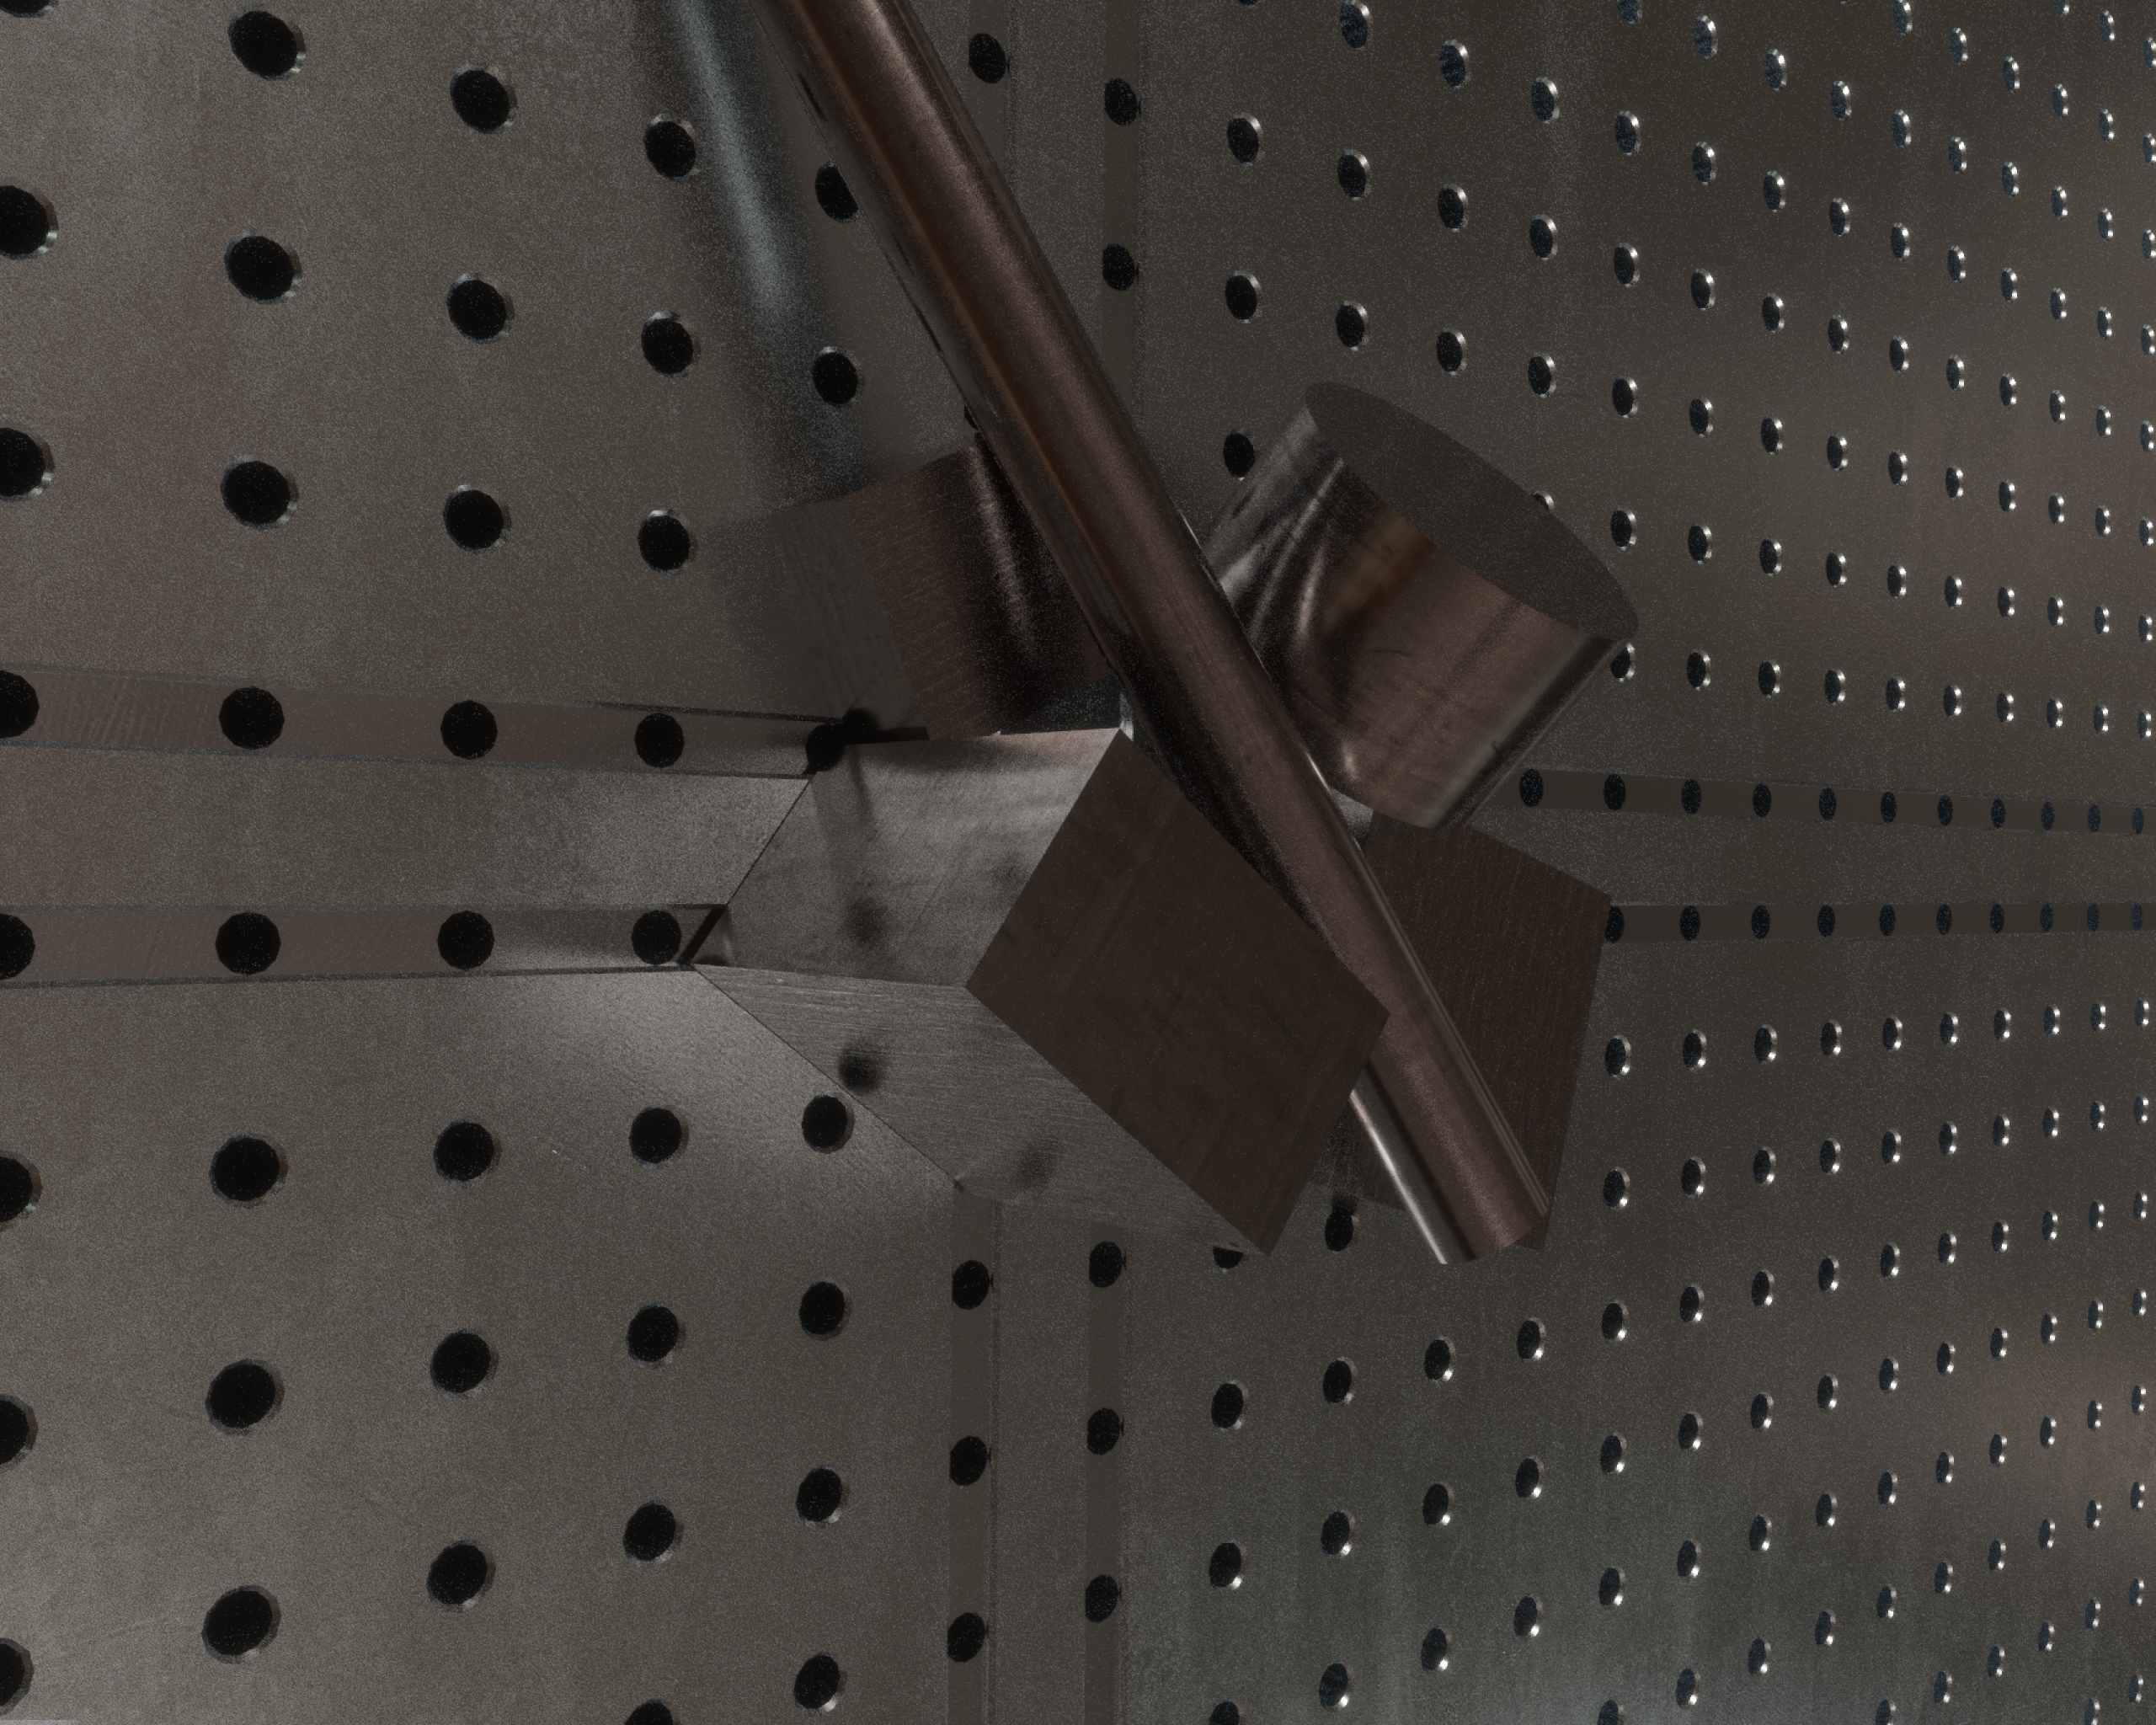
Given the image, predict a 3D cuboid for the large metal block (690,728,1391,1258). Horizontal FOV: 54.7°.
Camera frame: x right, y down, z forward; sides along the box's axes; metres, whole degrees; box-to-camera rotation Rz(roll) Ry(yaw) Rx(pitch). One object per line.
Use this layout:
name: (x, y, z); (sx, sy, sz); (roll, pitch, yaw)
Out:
large metal block: (-0.007, 0.022, 0.369); (0.080, 0.080, 0.050); (45, 63, -31)

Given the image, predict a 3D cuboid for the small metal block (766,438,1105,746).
small metal block: (-0.023, -0.051, 0.392); (0.050, 0.025, 0.050); (-31, 109, -36)

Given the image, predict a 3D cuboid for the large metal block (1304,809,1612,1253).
large metal block: (0.063, 0.034, 0.448); (0.080, 0.050, 0.080); (22, 76, -38)

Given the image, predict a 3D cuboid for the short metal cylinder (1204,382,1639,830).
short metal cylinder: (0.065, -0.052, 0.421); (0.081, 0.080, 0.050); (11, 127, -40)

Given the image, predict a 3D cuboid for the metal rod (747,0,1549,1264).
metal rod: (0.007, -0.060, 0.377); (0.025, 0.025, 0.299); (-35, 100, -35)
